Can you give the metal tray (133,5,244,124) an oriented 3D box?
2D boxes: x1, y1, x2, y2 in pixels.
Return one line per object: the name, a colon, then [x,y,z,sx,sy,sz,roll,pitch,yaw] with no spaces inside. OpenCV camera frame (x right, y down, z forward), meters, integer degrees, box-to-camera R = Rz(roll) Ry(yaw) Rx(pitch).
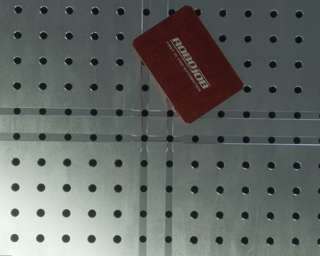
metal tray: [0.036,-0.082,0.411,0.090,0.030,0.130,-34,90,0]
